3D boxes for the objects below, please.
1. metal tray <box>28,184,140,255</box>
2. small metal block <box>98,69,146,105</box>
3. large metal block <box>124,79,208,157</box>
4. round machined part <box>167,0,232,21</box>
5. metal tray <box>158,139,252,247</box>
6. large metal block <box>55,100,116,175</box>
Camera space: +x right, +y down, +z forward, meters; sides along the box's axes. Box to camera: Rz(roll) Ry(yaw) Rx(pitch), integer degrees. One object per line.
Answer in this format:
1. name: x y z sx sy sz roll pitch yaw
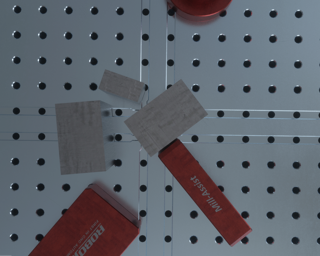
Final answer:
1. metal tray: -0.100 0.152 0.410 0.090 0.030 0.130 40 90 0
2. small metal block: -0.047 -0.051 0.400 0.050 0.050 0.025 19 90 0
3. large metal block: 0.007 -0.011 0.386 0.080 0.080 0.050 -37 90 0
4. round machined part: 0.054 -0.195 0.405 0.099 0.042 0.097 0 90 0
5. metal tray: 0.050 0.071 0.381 0.030 0.090 0.130 -39 90 0
6. large metal block: -0.089 0.010 0.385 0.050 0.080 0.080 -5 90 0
